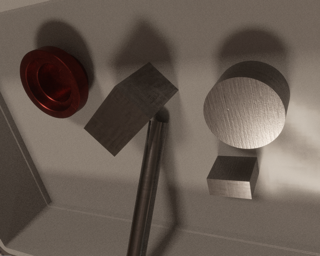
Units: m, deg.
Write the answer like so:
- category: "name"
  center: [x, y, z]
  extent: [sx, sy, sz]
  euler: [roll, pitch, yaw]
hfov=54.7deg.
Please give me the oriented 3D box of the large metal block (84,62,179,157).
- category: "large metal block"
  center: [-0.034, -0.023, 0.375]
  extent: [0.050, 0.080, 0.080]
  euler: [44, 129, -2]

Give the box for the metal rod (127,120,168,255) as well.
- category: "metal rod"
  center: [-0.026, 0.139, 0.407]
  extent: [0.025, 0.025, 0.298]
  euler: [10, 90, 23]

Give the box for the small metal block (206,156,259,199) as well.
- category: "small metal block"
  center: [0.091, 0.059, 0.381]
  extent: [0.050, 0.050, 0.025]
  euler: [0, 118, 28]

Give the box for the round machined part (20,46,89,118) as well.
- category: "round machined part"
  center: [-0.140, -0.066, 0.428]
  extent: [0.098, 0.042, 0.097]
  euler: [13, 124, 20]

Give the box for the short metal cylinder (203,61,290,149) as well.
- category: "short metal cylinder"
  center: [0.092, -0.025, 0.328]
  extent: [0.080, 0.050, 0.079]
  euler: [13, 124, 20]
